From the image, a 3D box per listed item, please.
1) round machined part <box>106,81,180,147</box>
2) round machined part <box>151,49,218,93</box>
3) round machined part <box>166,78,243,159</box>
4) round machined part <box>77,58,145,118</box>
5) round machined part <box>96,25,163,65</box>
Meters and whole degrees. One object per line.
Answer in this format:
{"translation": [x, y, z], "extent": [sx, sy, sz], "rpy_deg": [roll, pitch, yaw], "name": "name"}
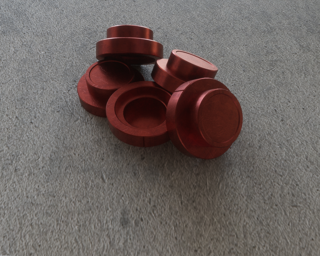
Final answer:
{"translation": [-0.018, -0.014, 0.405], "extent": [0.099, 0.042, 0.098], "rpy_deg": [0, 50, 0], "name": "round machined part"}
{"translation": [0.041, -0.076, 0.430], "extent": [0.099, 0.042, 0.098], "rpy_deg": [19, 25, -9], "name": "round machined part"}
{"translation": [0.059, -0.011, 0.368], "extent": [0.099, 0.098, 0.042], "rpy_deg": [-36, 18, -26], "name": "round machined part"}
{"translation": [-0.070, -0.063, 0.448], "extent": [0.099, 0.042, 0.098], "rpy_deg": [0, 50, 0], "name": "round machined part"}
{"translation": [-0.044, -0.122, 0.458], "extent": [0.099, 0.098, 0.042], "rpy_deg": [1, 92, 0], "name": "round machined part"}
